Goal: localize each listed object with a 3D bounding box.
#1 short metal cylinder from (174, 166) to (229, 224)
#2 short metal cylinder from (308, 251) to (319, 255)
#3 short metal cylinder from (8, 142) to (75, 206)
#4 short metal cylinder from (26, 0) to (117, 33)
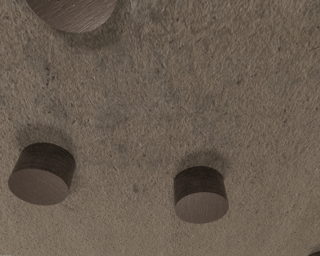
[{"bbox_3d":[0.062,0.105,0.481,0.081,0.050,0.079,0,130,0],"label":"short metal cylinder"},{"bbox_3d":[0.355,0.301,0.653,0.081,0.050,0.079,0,130,0],"label":"short metal cylinder"},{"bbox_3d":[-0.167,0.067,0.445,0.081,0.050,0.079,0,130,0],"label":"short metal cylinder"},{"bbox_3d":[-0.076,-0.133,0.276,0.081,0.050,0.079,0,130,0],"label":"short metal cylinder"}]
